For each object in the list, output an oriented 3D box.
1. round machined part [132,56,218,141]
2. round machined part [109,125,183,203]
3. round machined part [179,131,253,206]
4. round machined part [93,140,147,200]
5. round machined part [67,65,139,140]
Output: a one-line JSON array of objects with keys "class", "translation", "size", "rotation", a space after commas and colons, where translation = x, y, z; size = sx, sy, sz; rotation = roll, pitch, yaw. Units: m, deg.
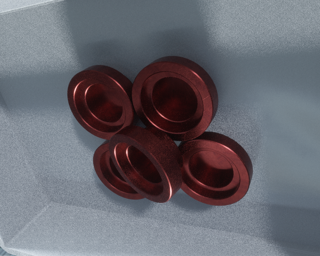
[{"class": "round machined part", "translation": [0.020, -0.037, 0.361], "size": [0.098, 0.042, 0.097], "rotation": [13, 124, 20]}, {"class": "round machined part", "translation": [-0.012, 0.037, 0.368], "size": [0.098, 0.042, 0.097], "rotation": [30, 141, 28]}, {"class": "round machined part", "translation": [0.066, 0.046, 0.388], "size": [0.098, 0.042, 0.097], "rotation": [13, 124, 20]}, {"class": "round machined part", "translation": [-0.044, 0.053, 0.450], "size": [0.098, 0.042, 0.097], "rotation": [13, 124, 20]}, {"class": "round machined part", "translation": [-0.068, -0.036, 0.407], "size": [0.098, 0.042, 0.097], "rotation": [13, 124, 20]}]
